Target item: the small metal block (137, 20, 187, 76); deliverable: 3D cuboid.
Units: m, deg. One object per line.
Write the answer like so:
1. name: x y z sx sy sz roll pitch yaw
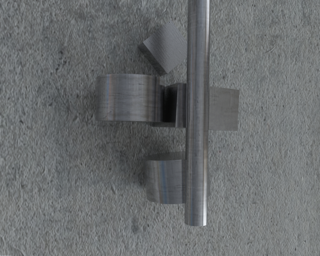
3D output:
1. small metal block: 0.008 -0.105 0.412 0.050 0.025 0.050 -43 104 -15

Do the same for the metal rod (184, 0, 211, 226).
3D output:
1. metal rod: 0.042 -0.046 0.339 0.025 0.025 0.298 1 90 -20

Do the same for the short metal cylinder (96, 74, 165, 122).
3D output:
1. short metal cylinder: -0.035 -0.033 0.367 0.081 0.080 0.050 1 90 -20

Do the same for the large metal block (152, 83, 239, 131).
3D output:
1. large metal block: 0.043 -0.024 0.395 0.081 0.080 0.050 4 89 -20

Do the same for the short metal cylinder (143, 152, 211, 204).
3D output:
1. short metal cylinder: 0.021 0.059 0.388 0.081 0.080 0.050 -5 92 -20
